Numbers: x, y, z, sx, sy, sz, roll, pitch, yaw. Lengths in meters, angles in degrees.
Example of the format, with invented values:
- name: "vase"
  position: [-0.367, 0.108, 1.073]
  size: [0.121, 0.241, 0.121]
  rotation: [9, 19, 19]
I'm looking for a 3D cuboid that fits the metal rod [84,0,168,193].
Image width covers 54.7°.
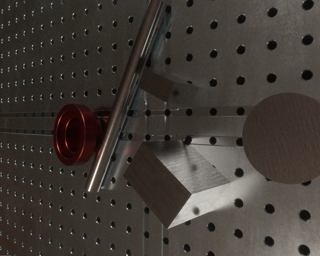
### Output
- name: "metal rod"
  position: [-0.055, -0.036, 0.452]
  size: [0.025, 0.025, 0.298]
  rotation: [34, 111, 34]

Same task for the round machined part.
- name: "round machined part"
  position: [-0.128, 0.011, 0.497]
  size: [0.098, 0.042, 0.097]
  rotation: [-3, 85, 44]

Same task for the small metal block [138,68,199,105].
- name: "small metal block"
  position: [0.011, -0.051, 0.383]
  size: [0.050, 0.050, 0.025]
  rotation: [32, 110, 35]

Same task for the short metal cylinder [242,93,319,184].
- name: "short metal cylinder"
  position: [0.125, 0.009, 0.289]
  size: [0.080, 0.050, 0.079]
  rotation: [0, 90, 39]

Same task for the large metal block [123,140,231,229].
- name: "large metal block"
  position: [0.020, 0.059, 0.356]
  size: [0.080, 0.081, 0.050]
  rotation: [44, 117, 30]
